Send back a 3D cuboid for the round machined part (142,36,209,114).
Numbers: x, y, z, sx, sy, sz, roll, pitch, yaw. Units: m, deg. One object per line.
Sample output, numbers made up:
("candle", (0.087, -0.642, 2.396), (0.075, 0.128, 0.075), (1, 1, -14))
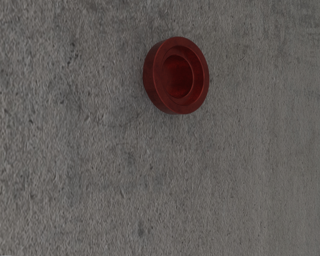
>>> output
("round machined part", (0.016, -0.066, 0.406), (0.099, 0.042, 0.097), (0, 90, -40))
